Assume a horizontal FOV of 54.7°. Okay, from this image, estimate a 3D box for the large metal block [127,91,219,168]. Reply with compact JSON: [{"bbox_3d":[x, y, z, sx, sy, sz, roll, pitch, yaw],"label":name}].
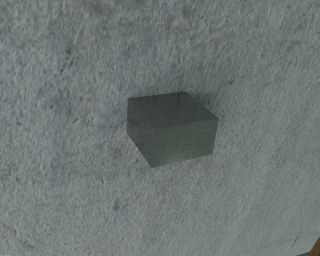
[{"bbox_3d":[0.012,-0.002,0.378,0.081,0.080,0.050,-10,123,-24],"label":"large metal block"}]
